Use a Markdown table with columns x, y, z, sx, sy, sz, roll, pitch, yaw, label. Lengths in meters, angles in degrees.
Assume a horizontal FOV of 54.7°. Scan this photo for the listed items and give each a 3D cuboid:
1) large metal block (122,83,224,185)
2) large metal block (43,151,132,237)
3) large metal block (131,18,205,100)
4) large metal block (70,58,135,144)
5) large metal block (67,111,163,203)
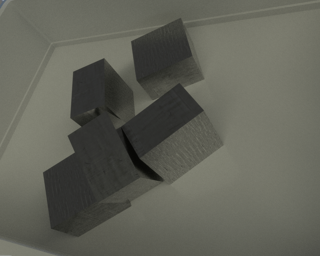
| x | y | z | sx | sy | sz | roll | pitch | yaw | label |
| --- | --- | --- | --- | --- | --- | --- | --- | --- | --- |
| 0.017 | 0.009 | 0.355 | 0.080 | 0.080 | 0.050 | -37 | 51 | 3 | large metal block |
| -0.093 | 0.077 | 0.390 | 0.080 | 0.050 | 0.080 | -32 | 52 | 7 | large metal block |
| 0.010 | -0.098 | 0.444 | 0.080 | 0.050 | 0.080 | -21 | 54 | 15 | large metal block |
| -0.076 | -0.034 | 0.430 | 0.050 | 0.080 | 0.080 | -19 | 54 | 17 | large metal block |
| -0.047 | 0.037 | 0.351 | 0.050 | 0.080 | 0.080 | -32 | 70 | 7 | large metal block |
